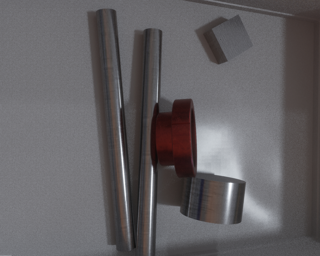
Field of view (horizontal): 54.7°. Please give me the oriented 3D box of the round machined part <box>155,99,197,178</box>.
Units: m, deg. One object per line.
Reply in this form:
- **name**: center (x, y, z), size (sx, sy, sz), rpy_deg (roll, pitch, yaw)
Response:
- **round machined part**: center (0.021, 0.013, 0.389), size (0.042, 0.098, 0.097), rpy_deg (-3, 92, 10)

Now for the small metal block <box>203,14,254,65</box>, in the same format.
- **small metal block**: center (0.099, -0.128, 0.448), size (0.050, 0.025, 0.050), rpy_deg (-33, 101, -17)

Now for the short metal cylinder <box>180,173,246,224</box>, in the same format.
- **short metal cylinder**: center (0.069, 0.090, 0.408), size (0.081, 0.080, 0.050), rpy_deg (8, 88, -20)

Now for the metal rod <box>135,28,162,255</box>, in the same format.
- **metal rod**: center (-0.014, 0.022, 0.398), size (0.025, 0.025, 0.298), rpy_deg (3, 86, -20)

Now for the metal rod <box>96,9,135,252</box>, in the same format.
- **metal rod**: center (-0.055, 0.004, 0.390), size (0.025, 0.025, 0.298), rpy_deg (-5, 92, -20)
